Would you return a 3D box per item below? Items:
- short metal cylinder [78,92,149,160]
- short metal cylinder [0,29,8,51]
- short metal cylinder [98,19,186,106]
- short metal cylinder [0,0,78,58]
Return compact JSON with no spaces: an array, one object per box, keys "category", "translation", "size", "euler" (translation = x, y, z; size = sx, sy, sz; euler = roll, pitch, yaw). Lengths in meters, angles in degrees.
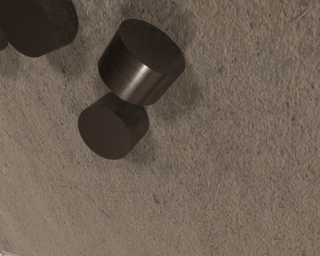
[{"category":"short metal cylinder","translation":[-0.062,-0.004,0.419],"size":[0.080,0.050,0.079],"euler":[13,124,20]},{"category":"short metal cylinder","translation":[-0.267,-0.141,0.441],"size":[0.080,0.050,0.079],"euler":[13,124,20]},{"category":"short metal cylinder","translation":[-0.020,-0.071,0.337],"size":[0.080,0.080,0.050],"euler":[43,129,-2]},{"category":"short metal cylinder","translation":[-0.151,-0.134,0.385],"size":[0.080,0.050,0.079],"euler":[13,124,20]}]
